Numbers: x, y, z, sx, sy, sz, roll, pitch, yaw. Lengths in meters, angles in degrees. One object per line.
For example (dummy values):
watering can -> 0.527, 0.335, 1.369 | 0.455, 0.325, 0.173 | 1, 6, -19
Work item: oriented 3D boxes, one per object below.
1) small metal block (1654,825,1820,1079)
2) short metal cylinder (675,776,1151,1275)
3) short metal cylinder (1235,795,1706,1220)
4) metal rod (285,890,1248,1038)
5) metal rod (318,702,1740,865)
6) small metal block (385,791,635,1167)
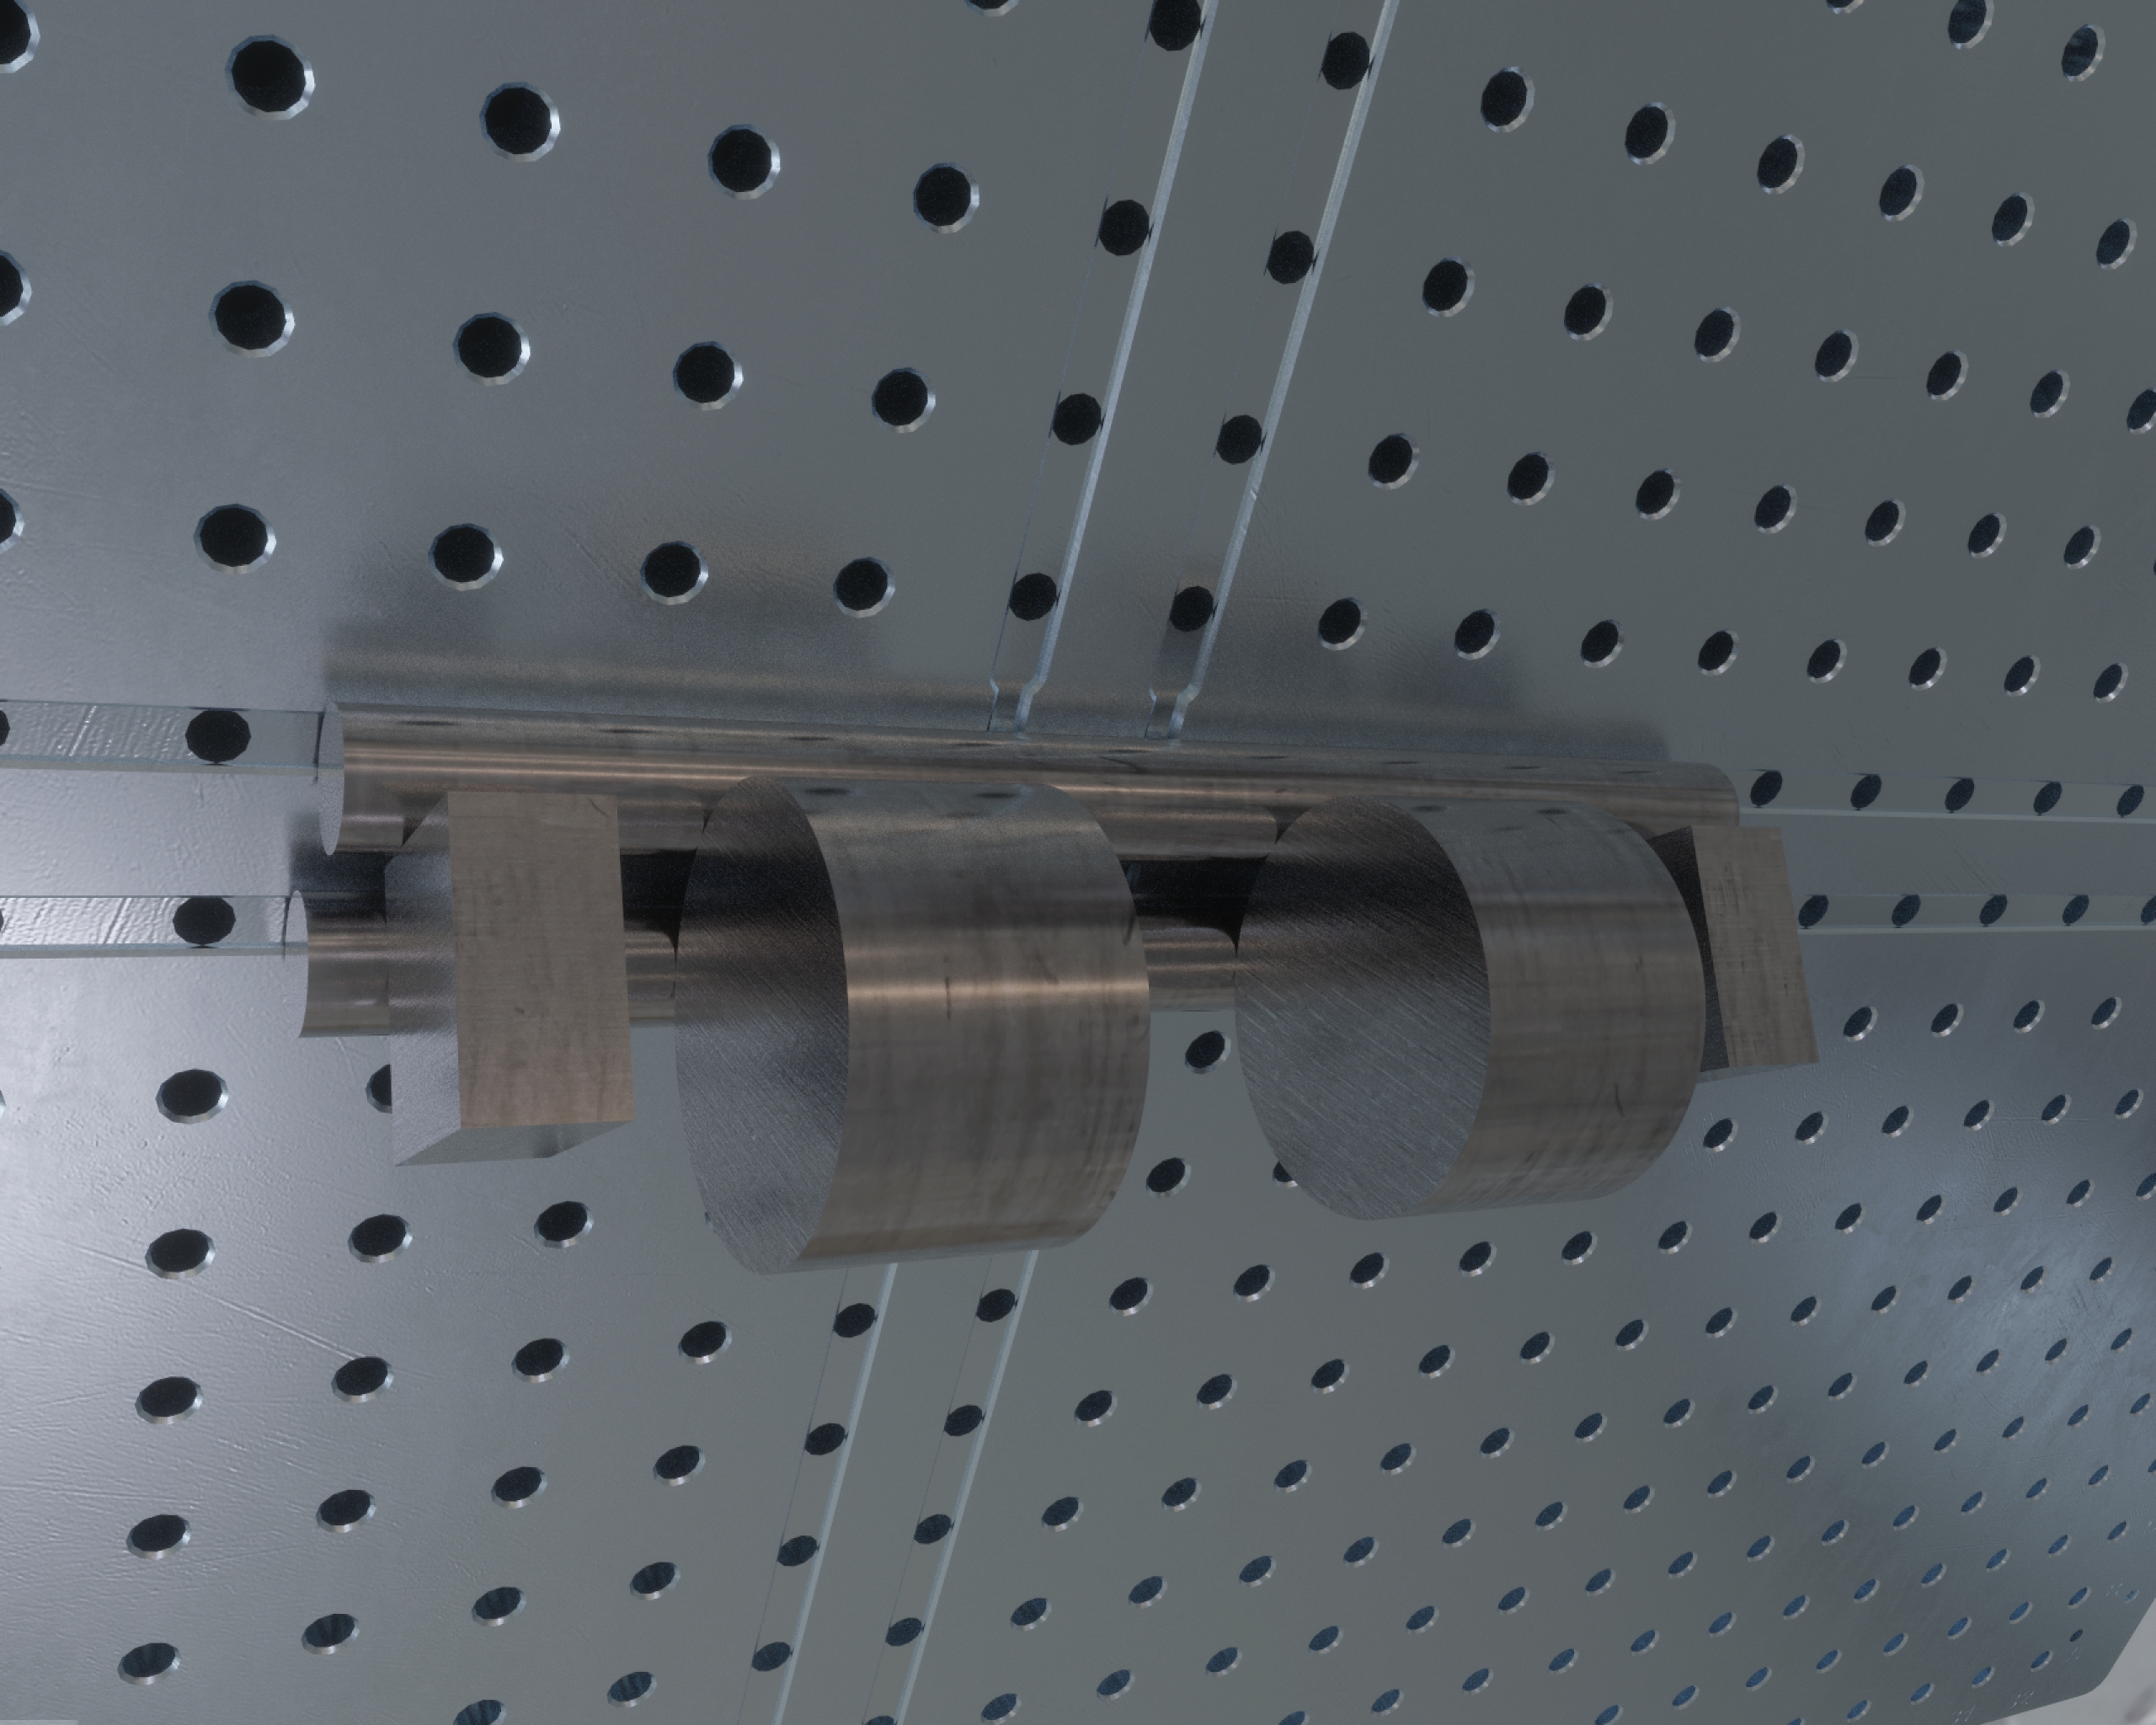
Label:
small metal block -> 0.127, 0.022, 0.449 | 0.025, 0.050, 0.050 | 1, 77, -28
short metal cylinder -> -0.030, 0.026, 0.347 | 0.050, 0.080, 0.079 | 1, 118, -29
short metal cylinder -> 0.073, 0.027, 0.404 | 0.050, 0.080, 0.079 | 1, 118, -29
metal rod -> 0.001, 0.018, 0.423 | 0.303, 0.025, 0.025 | 1, 118, -29
metal rod -> 0.012, -0.012, 0.410 | 0.303, 0.025, 0.025 | 1, 118, -29
small metal block -> -0.091, 0.020, 0.329 | 0.025, 0.050, 0.050 | 1, 76, -29
